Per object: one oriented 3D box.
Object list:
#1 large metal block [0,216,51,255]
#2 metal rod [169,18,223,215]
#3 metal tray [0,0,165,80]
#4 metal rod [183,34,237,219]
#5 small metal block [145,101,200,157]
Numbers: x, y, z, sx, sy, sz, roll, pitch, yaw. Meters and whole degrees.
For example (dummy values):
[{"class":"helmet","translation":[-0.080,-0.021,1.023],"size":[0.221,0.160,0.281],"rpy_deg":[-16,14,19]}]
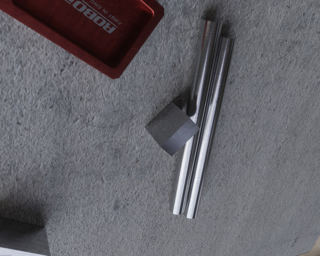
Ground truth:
[{"class":"large metal block","translation":[-0.198,0.161,0.383],"size":[0.080,0.050,0.080],"rpy_deg":[33,100,-39]},{"class":"metal rod","translation":[0.044,0.003,0.434],"size":[0.025,0.025,0.298],"rpy_deg":[-7,122,-25]},{"class":"metal tray","translation":[-0.070,-0.116,0.293],"size":[0.131,0.030,0.090],"rpy_deg":[30,102,-38]},{"class":"metal rod","translation":[0.067,0.016,0.455],"size":[0.025,0.025,0.298],"rpy_deg":[-8,122,-25]},{"class":"small metal block","translation":[0.015,0.000,0.401],"size":[0.050,0.050,0.025],"rpy_deg":[-45,130,3]}]
